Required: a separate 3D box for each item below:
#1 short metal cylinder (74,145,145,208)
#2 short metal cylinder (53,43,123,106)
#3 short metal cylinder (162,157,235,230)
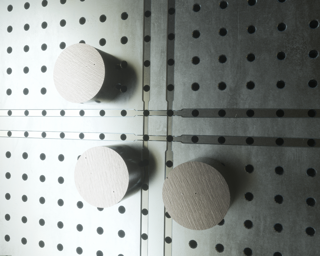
[{"bbox_3d":[-0.068,0.063,0.423,0.080,0.050,0.079,0,90,20],"label":"short metal cylinder"},{"bbox_3d":[-0.100,-0.073,0.435,0.080,0.050,0.079,0,90,20],"label":"short metal cylinder"},{"bbox_3d":[0.049,0.078,0.382,0.080,0.050,0.079,0,90,20],"label":"short metal cylinder"}]
